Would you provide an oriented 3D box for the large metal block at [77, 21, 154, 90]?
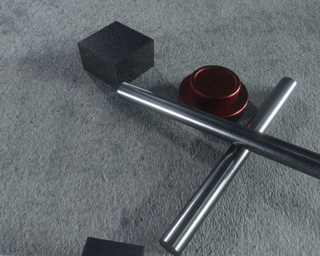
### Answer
[{"bbox_3d":[-0.066,-0.114,0.482,0.080,0.050,0.080,33,57,24],"label":"large metal block"}]

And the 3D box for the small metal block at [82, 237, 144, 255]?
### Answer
[{"bbox_3d":[-0.041,0.124,0.282,0.050,0.050,0.025,8,51,6],"label":"small metal block"}]

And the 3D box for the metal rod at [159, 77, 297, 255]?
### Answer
[{"bbox_3d":[0.100,0.026,0.382,0.025,0.025,0.301,30,56,22],"label":"metal rod"}]

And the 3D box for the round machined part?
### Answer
[{"bbox_3d":[0.075,-0.051,0.436,0.099,0.042,0.098,0,50,0],"label":"round machined part"}]

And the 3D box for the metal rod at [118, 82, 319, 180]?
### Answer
[{"bbox_3d":[0.069,-0.002,0.378,0.300,0.025,0.025,24,53,28],"label":"metal rod"}]
